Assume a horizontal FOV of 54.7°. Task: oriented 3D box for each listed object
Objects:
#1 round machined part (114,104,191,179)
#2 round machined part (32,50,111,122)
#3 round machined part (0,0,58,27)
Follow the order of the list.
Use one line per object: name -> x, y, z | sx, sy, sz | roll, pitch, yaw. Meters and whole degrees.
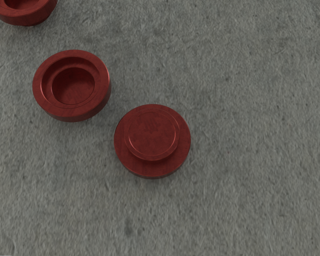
round machined part -> -0.010, 0.013, 0.394 | 0.099, 0.042, 0.098 | 0, 70, -1
round machined part -> -0.114, -0.053, 0.417 | 0.099, 0.042, 0.098 | 0, 70, -1
round machined part -> -0.203, -0.194, 0.468 | 0.099, 0.042, 0.098 | 0, 70, -1
